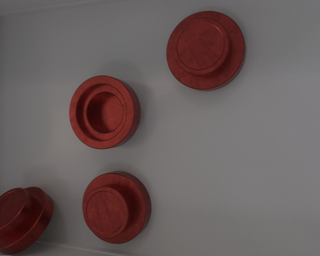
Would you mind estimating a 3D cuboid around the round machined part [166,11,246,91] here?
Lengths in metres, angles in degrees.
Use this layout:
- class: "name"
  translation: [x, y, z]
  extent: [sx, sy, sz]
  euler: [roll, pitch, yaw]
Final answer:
- class: "round machined part"
  translation: [0.054, -0.096, 0.382]
  extent: [0.098, 0.042, 0.097]
  euler: [0, 90, 20]

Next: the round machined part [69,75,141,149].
- class: "round machined part"
  translation: [-0.071, -0.021, 0.427]
  extent: [0.098, 0.042, 0.097]
  euler: [0, 90, 20]

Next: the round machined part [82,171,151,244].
- class: "round machined part"
  translation: [-0.065, 0.110, 0.424]
  extent: [0.098, 0.042, 0.097]
  euler: [0, 90, 20]

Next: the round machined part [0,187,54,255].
- class: "round machined part"
  translation: [-0.208, 0.126, 0.446]
  extent: [0.098, 0.042, 0.098]
  euler: [-17, 41, 16]
